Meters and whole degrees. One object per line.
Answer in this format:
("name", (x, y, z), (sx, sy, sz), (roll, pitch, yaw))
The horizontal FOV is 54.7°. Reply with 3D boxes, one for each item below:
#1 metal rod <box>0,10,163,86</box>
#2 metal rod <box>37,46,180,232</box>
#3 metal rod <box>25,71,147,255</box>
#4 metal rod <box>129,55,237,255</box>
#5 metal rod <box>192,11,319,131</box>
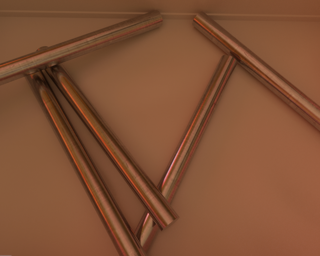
("metal rod", (-0.129, -0.103, 0.419), (0.302, 0.025, 0.025), (-27, 72, -20))
("metal rod", (-0.078, -0.001, 0.394), (0.025, 0.025, 0.300), (-35, 69, -12))
("metal rod", (-0.102, 0.032, 0.382), (0.025, 0.025, 0.299), (-31, 68, -11))
("metal rod", (0.033, 0.029, 0.399), (0.025, 0.025, 0.300), (25, 72, 8))
("metal rod", (0.162, -0.065, 0.435), (0.025, 0.025, 0.300), (-42, 76, -14))
